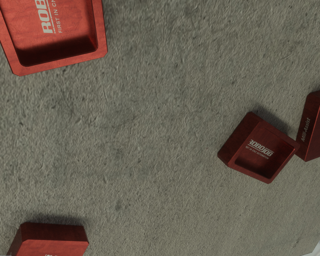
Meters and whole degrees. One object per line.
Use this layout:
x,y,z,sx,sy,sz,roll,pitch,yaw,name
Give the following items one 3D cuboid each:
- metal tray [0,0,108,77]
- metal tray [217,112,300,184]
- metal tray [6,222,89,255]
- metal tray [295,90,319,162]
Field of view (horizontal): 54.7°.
-0.097,-0.113,0.259,0.091,0.030,0.129,-18,140,-18,metal tray
0.168,0.037,0.517,0.131,0.030,0.090,25,105,-37,metal tray
-0.168,0.193,0.431,0.091,0.030,0.129,18,109,-35,metal tray
0.298,-0.008,0.561,0.091,0.030,0.129,-15,125,-20,metal tray
